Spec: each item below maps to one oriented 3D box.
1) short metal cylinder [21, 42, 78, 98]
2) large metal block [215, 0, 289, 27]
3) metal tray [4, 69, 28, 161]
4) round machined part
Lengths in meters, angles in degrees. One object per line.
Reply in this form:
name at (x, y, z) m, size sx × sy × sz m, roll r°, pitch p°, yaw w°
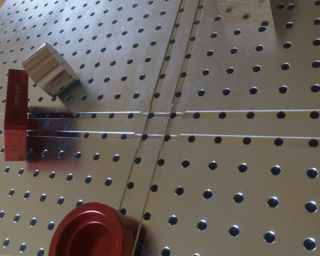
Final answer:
short metal cylinder at (-0.187, -0.099, 0.532) m, size 0.050 × 0.080 × 0.080 m, roll -38°, pitch 51°, yaw 2°
large metal block at (0.136, -0.195, 0.440) m, size 0.080 × 0.050 × 0.080 m, roll 20°, pitch 72°, yaw 35°
metal tray at (-0.234, -0.022, 0.507) m, size 0.089 × 0.030 × 0.130 m, roll 118°, pitch 145°, yaw -44°
round machined part at (-0.073, 0.138, 0.351) m, size 0.098 × 0.042 × 0.098 m, roll -13°, pitch 56°, yaw 21°
